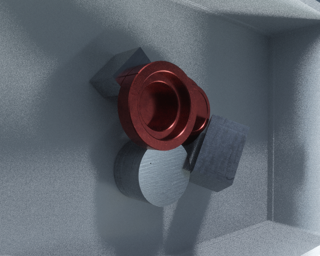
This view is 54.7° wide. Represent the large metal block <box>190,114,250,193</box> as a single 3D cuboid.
[{"bbox_3d":[0.076,0.038,0.426,0.050,0.080,0.080,21,72,4],"label":"large metal block"}]

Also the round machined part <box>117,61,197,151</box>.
[{"bbox_3d":[-0.007,-0.024,0.351,0.099,0.042,0.097,0,90,-40],"label":"round machined part"}]

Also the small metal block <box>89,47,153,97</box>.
[{"bbox_3d":[-0.044,-0.063,0.352,0.025,0.050,0.050,52,60,-28],"label":"small metal block"}]

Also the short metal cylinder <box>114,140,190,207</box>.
[{"bbox_3d":[-0.009,0.052,0.383,0.081,0.050,0.079,0,90,-40],"label":"short metal cylinder"}]

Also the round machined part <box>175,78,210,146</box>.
[{"bbox_3d":[0.030,-0.024,0.418,0.099,0.042,0.097,0,90,-40],"label":"round machined part"}]
